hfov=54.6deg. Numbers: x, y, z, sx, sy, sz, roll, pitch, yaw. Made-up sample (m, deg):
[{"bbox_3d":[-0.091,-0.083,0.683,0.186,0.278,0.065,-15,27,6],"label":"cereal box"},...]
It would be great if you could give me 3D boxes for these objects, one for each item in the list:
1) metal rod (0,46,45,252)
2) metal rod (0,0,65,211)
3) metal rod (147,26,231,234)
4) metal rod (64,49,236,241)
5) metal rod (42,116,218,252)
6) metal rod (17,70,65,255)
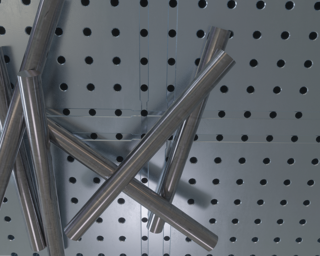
[{"bbox_3d":[-0.196,0.042,0.427,0.025,0.025,0.298,-4,110,1],"label":"metal rod"},{"bbox_3d":[-0.176,-0.016,0.385,0.025,0.025,0.298,20,101,-7],"label":"metal rod"},{"bbox_3d":[0.032,0.016,0.419,0.025,0.025,0.298,15,109,-6],"label":"metal rod"},{"bbox_3d":[-0.019,0.028,0.383,0.025,0.025,0.299,39,100,-13],"label":"metal rod"},{"bbox_3d":[-0.048,0.074,0.420,0.301,0.025,0.025,36,106,-5],"label":"metal rod"},{"bbox_3d":[-0.154,0.070,0.417,0.025,0.025,0.298,3,118,-1],"label":"metal rod"}]
